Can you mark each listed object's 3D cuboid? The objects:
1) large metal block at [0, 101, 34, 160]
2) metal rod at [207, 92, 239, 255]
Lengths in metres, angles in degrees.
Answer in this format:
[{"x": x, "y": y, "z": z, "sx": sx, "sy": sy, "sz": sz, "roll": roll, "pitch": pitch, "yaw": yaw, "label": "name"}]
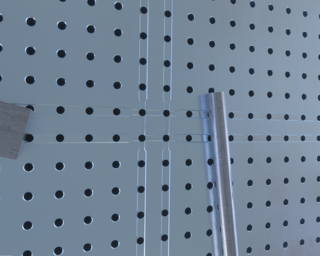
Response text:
[{"x": -0.179, "y": -0.004, "z": 0.317, "sx": 0.081, "sy": 0.080, "sz": 0.050, "roll": 16, "pitch": 85, "yaw": -20, "label": "large metal block"}, {"x": 0.094, "y": 0.098, "z": 0.449, "sx": 0.025, "sy": 0.025, "sz": 0.298, "roll": -6, "pitch": 92, "yaw": -20, "label": "metal rod"}]
